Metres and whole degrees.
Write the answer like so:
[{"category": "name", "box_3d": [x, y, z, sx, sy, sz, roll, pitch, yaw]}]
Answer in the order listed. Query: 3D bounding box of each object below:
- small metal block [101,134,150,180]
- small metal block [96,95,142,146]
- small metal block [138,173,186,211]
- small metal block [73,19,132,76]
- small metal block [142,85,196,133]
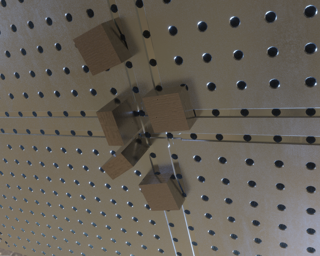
[{"category": "small metal block", "box_3d": [-0.049, 0.042, 0.445, 0.025, 0.050, 0.050, 49, 128, -7]}, {"category": "small metal block", "box_3d": [-0.053, -0.010, 0.415, 0.025, 0.050, 0.050, -2, 117, 29]}, {"category": "small metal block", "box_3d": [0.003, 0.097, 0.468, 0.050, 0.025, 0.050, -11, 113, 32]}, {"category": "small metal block", "box_3d": [-0.072, -0.099, 0.386, 0.050, 0.025, 0.050, -15, 111, 34]}, {"category": "small metal block", "box_3d": [0.012, -0.023, 0.389, 0.050, 0.025, 0.050, -5, 116, 30]}]
